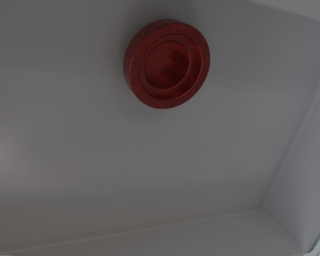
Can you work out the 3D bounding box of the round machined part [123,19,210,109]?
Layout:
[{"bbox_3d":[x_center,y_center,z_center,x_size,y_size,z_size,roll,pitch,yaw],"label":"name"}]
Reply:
[{"bbox_3d":[0.004,-0.074,0.354,0.099,0.042,0.097,-14,124,-21],"label":"round machined part"}]
